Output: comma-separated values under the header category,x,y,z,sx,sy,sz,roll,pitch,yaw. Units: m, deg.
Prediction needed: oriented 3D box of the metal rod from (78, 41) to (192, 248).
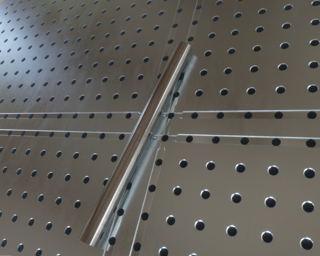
category,x,y,z,sx,sy,sz,roll,pitch,yaw
metal rod,-0.024,0.008,0.414,0.025,0.025,0.300,13,68,33
